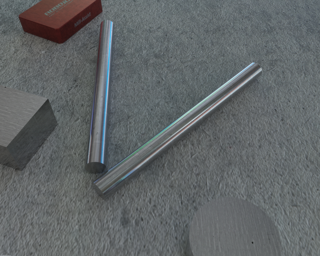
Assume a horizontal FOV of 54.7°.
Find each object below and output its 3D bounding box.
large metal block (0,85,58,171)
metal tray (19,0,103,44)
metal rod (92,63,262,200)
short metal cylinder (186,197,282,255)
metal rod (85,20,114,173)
[{"bbox_3d":[-0.190,-0.003,0.387,0.080,0.050,0.080,16,52,12],"label":"large metal block"},{"bbox_3d":[-0.181,-0.214,0.578,0.090,0.030,0.130,22,53,17],"label":"metal tray"},{"bbox_3d":[0.040,-0.010,0.411,0.302,0.025,0.025,-37,59,-27],"label":"metal rod"},{"bbox_3d":[0.066,0.113,0.293,0.081,0.050,0.080,0,50,0],"label":"short metal cylinder"},{"bbox_3d":[-0.085,-0.068,0.459,0.025,0.025,0.300,-3,50,-3],"label":"metal rod"}]
